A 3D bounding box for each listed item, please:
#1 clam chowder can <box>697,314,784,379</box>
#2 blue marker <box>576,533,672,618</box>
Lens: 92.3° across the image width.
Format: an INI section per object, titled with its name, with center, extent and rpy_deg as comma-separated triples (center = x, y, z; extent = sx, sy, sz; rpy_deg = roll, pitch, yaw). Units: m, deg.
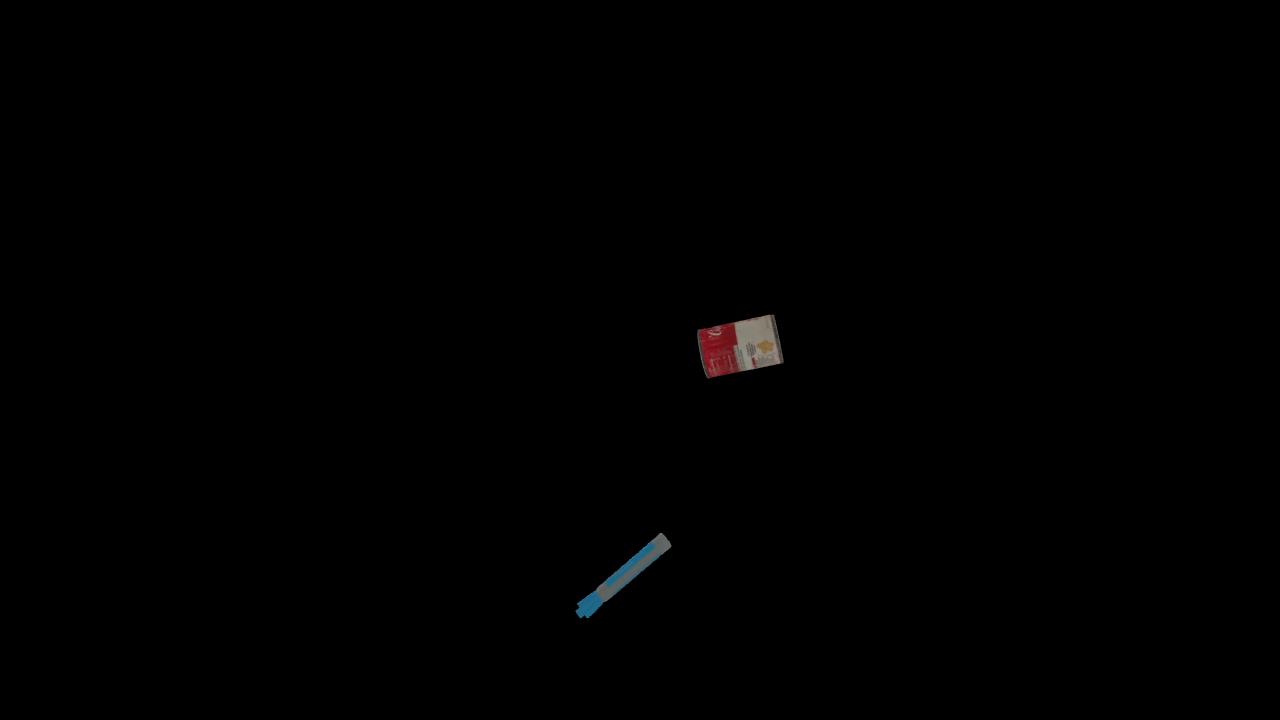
[clam chowder can]
center = 0.133, -0.018, 0.811
extent = 0.102, 0.068, 0.068
rpy_deg = -11, -3, 13
[blue marker]
center = -0.018, 0.230, 0.655
extent = 0.121, 0.020, 0.020
rpy_deg = -37, 10, -14
